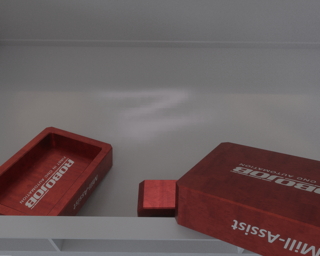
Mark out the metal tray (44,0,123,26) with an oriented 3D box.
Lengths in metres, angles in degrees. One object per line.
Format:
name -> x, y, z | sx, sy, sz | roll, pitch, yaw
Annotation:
metal tray -> -0.146, -0.243, 0.608 | 0.131, 0.030, 0.090 | 7, 50, 6

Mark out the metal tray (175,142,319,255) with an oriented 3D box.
metal tray -> 0.087, 0.049, 0.209 | 0.130, 0.030, 0.091 | 12, 22, 29

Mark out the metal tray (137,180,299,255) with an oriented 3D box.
metal tray -> 0.047, 0.088, 0.286 | 0.131, 0.089, 0.030 | 0, 40, 0

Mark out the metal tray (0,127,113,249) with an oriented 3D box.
metal tray -> -0.119, 0.054, 0.333 | 0.090, 0.030, 0.130 | 16, 37, 13

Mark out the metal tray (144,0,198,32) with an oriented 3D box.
metal tray -> 0.017, -0.239, 0.605 | 0.091, 0.030, 0.130 | -5, 50, -5
